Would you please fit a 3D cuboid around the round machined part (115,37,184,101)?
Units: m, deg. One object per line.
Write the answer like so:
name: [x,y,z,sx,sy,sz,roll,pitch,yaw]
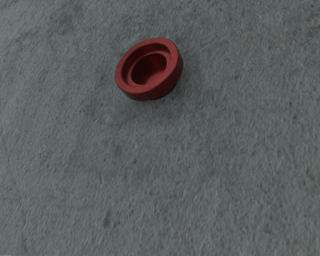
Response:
round machined part: [-0.012,-0.079,0.446,0.098,0.042,0.098,-13,56,20]
